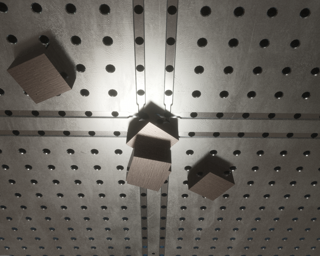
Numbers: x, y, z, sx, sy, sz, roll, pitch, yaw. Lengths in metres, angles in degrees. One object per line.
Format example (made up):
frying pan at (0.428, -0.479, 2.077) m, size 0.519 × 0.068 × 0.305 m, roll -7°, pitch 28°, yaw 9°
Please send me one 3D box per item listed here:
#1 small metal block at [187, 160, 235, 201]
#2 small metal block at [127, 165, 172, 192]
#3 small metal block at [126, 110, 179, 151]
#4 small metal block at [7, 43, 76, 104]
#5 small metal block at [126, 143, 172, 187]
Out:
small metal block at (0.079, 0.083, 0.483) m, size 0.050 × 0.025 × 0.050 m, roll 28°, pitch 125°, yaw -22°
small metal block at (-0.016, 0.066, 0.468) m, size 0.050 × 0.025 × 0.050 m, roll 18°, pitch 128°, yaw -15°
small metal block at (-0.010, 0.011, 0.421) m, size 0.050 × 0.025 × 0.050 m, roll 32°, pitch 123°, yaw -25°
small metal block at (-0.135, -0.062, 0.357) m, size 0.050 × 0.025 × 0.050 m, roll -19°, pitch 128°, yaw 15°
small metal block at (-0.016, 0.051, 0.422) m, size 0.050 × 0.025 × 0.050 m, roll 12°, pitch 129°, yaw -11°
